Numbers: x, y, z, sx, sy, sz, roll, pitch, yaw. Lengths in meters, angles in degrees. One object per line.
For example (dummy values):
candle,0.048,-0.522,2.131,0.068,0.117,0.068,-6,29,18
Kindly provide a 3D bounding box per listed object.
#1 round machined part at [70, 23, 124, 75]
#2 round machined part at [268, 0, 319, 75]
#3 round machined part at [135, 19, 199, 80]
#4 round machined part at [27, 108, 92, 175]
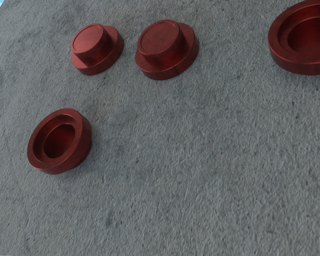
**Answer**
round machined part,-0.116,-0.144,0.542,0.098,0.042,0.098,-13,56,21
round machined part,0.180,-0.100,0.360,0.098,0.042,0.098,-13,56,21
round machined part,0.006,-0.123,0.466,0.098,0.042,0.098,-13,56,21
round machined part,-0.140,0.023,0.453,0.098,0.042,0.098,-13,56,21
